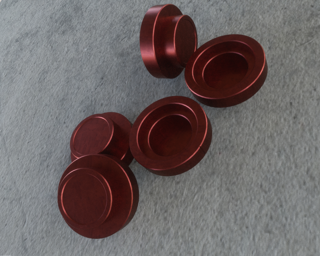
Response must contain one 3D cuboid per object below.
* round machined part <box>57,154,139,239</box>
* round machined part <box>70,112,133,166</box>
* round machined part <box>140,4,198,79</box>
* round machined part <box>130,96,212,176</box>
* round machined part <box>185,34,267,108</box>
[{"bbox_3d":[-0.078,0.079,0.359,0.098,0.042,0.097,-1,85,17],"label":"round machined part"},{"bbox_3d":[-0.082,0.019,0.423,0.098,0.042,0.098,-13,56,20],"label":"round machined part"},{"bbox_3d":[0.018,-0.116,0.418,0.042,0.098,0.098,7,65,31],"label":"round machined part"},{"bbox_3d":[0.016,0.013,0.376,0.098,0.042,0.098,-13,56,20],"label":"round machined part"},{"bbox_3d":[0.084,-0.066,0.389,0.098,0.042,0.098,-13,56,20],"label":"round machined part"}]
